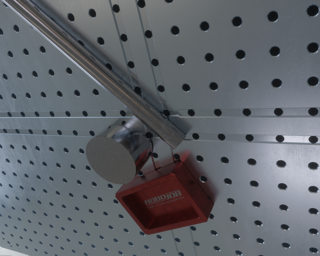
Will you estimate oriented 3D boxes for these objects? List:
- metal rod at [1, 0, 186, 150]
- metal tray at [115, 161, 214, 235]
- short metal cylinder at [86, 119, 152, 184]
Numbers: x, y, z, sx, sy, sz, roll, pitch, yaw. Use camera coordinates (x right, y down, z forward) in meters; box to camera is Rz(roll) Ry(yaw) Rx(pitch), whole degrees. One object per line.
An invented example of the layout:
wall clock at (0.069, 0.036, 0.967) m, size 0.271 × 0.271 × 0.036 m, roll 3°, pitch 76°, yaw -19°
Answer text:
metal rod at (-0.087, -0.079, 0.408) m, size 0.300 × 0.025 × 0.025 m, roll 41°, pitch 129°, yaw 0°
metal tray at (0.004, 0.111, 0.474) m, size 0.130 × 0.030 × 0.090 m, roll -27°, pitch 104°, yaw 37°
short metal cylinder at (-0.058, 0.034, 0.447) m, size 0.080 × 0.050 × 0.079 m, roll 13°, pitch 124°, yaw 21°
